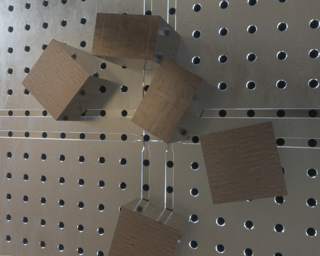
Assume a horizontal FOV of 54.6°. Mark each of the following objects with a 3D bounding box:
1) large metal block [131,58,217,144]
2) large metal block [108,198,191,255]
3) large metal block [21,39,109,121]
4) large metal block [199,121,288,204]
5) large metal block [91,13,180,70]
[{"bbox_3d":[0.020,-0.030,0.377,0.050,0.080,0.080,32,100,17],"label":"large metal block"},{"bbox_3d":[-0.014,0.148,0.405,0.080,0.050,0.080,18,96,19],"label":"large metal block"},{"bbox_3d":[-0.136,-0.067,0.448,0.080,0.050,0.080,44,104,14],"label":"large metal block"},{"bbox_3d":[0.098,0.040,0.365,0.080,0.050,0.080,-12,86,19],"label":"large metal block"},{"bbox_3d":[-0.027,-0.106,0.393,0.080,0.080,0.050,10,94,20],"label":"large metal block"}]
